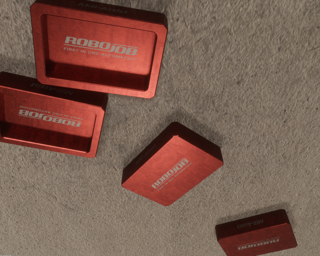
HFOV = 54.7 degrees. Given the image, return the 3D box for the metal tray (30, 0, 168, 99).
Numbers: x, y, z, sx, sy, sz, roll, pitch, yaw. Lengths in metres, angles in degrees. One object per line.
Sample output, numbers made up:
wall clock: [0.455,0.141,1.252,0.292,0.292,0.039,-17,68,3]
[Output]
metal tray: [-0.063,-0.084,0.331,0.131,0.030,0.089,7,130,-7]

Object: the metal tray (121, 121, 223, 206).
metal tray: [0.016,0.058,0.454,0.090,0.030,0.129,30,124,-24]

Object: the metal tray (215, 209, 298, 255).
metal tray: [0.180,0.203,0.580,0.130,0.030,0.090,-19,128,15]

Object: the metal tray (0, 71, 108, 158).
metal tray: [-0.138,-0.013,0.390,0.131,0.030,0.089,12,129,-11]
